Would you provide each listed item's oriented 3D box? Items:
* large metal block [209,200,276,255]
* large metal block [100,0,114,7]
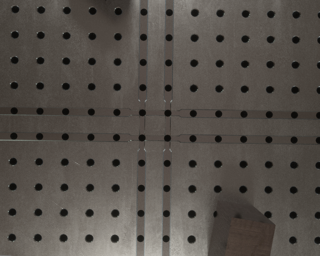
[{"bbox_3d":[0.098,0.143,0.387,0.050,0.080,0.080,10,90,0],"label":"large metal block"},{"bbox_3d":[-0.084,-0.211,0.385,0.080,0.080,0.050,42,90,-1],"label":"large metal block"}]
